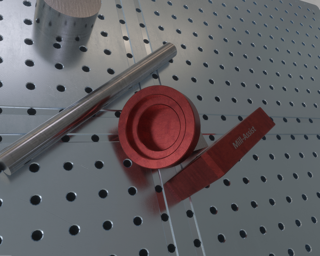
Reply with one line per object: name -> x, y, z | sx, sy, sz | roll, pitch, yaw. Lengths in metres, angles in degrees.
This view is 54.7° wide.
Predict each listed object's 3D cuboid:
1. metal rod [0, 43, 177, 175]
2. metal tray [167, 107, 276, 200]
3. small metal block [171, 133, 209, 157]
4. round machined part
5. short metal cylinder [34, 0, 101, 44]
metal rod -> -0.069, -0.044, 0.397 | 0.025, 0.025, 0.302 | 45, 51, 2
metal tray -> 0.078, 0.031, 0.389 | 0.131, 0.090, 0.030 | -33, 81, -38
small metal block -> 0.029, 0.014, 0.416 | 0.050, 0.025, 0.050 | -14, 69, -34
round machined part -> 0.002, 0.000, 0.375 | 0.098, 0.098, 0.042 | 63, 18, 17
short metal cylinder -> -0.127, -0.162, 0.423 | 0.081, 0.050, 0.080 | 14, 56, -21
